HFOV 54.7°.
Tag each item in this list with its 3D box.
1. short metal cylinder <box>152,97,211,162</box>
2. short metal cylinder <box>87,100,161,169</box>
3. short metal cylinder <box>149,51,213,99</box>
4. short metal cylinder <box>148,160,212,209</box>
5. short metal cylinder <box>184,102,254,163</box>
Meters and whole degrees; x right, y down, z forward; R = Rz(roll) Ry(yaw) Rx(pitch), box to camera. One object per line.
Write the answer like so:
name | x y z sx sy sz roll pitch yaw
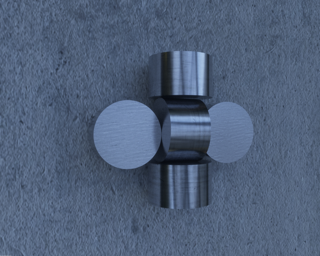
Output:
short metal cylinder | 0.022 0.002 0.390 0.050 0.080 0.080 1 90 -20
short metal cylinder | -0.045 0.008 0.380 0.081 0.050 0.080 0 90 -21
short metal cylinder | 0.026 -0.063 0.391 0.081 0.080 0.050 0 90 -20
short metal cylinder | 0.025 0.067 0.391 0.081 0.080 0.050 0 90 -20
short metal cylinder | 0.079 0.005 0.426 0.081 0.050 0.080 0 91 -20
